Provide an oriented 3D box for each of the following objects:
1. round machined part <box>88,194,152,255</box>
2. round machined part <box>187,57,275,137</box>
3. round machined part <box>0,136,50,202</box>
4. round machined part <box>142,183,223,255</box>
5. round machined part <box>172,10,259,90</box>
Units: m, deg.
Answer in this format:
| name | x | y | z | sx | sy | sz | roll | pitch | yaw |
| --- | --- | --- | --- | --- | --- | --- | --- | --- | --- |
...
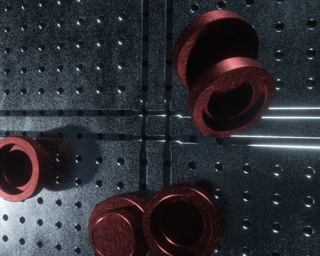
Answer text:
| name | x | y | z | sx | sy | sz | roll | pitch | yaw |
| --- | --- | --- | --- | --- | --- | --- | --- | --- | --- |
| round machined part | -0.056 | 0.143 | 0.422 | 0.098 | 0.042 | 0.097 | 0 | 90 | 19 |
| round machined part | 0.077 | -0.039 | 0.357 | 0.098 | 0.098 | 0.042 | -39 | 43 | 15 |
| round machined part | -0.211 | 0.061 | 0.476 | 0.098 | 0.042 | 0.097 | 0 | 90 | 19 |
| round machined part | 0.031 | 0.118 | 0.392 | 0.098 | 0.042 | 0.097 | 0 | 90 | 18 |
| round machined part | 0.061 | -0.090 | 0.362 | 0.098 | 0.098 | 0.042 | -39 | 42 | 15 |
